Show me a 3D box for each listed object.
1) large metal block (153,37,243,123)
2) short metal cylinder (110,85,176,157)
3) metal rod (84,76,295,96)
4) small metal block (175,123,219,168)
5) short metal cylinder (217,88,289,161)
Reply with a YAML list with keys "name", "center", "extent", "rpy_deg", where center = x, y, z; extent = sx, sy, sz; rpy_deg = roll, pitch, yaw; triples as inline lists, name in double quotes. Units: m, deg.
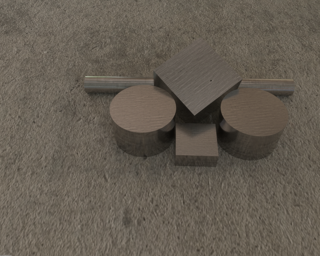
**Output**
- name: "large metal block"
  center: [0.048, -0.060, 0.416]
  extent: [0.080, 0.050, 0.080]
  rpy_deg: [-37, 75, -12]
- name: "short metal cylinder"
  center: [-0.021, -0.010, 0.395]
  extent: [0.081, 0.050, 0.080]
  rpy_deg: [0, 50, 0]
- name: "metal rod"
  center: [0.042, -0.062, 0.456]
  extent: [0.302, 0.025, 0.025]
  rpy_deg: [1, 50, 0]
- name: "small metal block"
  center: [0.044, 0.021, 0.388]
  extent: [0.050, 0.025, 0.050]
  rpy_deg: [2, 50, 1]
- name: "short metal cylinder"
  center: [0.114, -0.005, 0.393]
  extent: [0.081, 0.050, 0.080]
  rpy_deg: [0, 50, 0]
